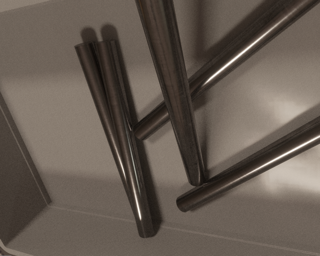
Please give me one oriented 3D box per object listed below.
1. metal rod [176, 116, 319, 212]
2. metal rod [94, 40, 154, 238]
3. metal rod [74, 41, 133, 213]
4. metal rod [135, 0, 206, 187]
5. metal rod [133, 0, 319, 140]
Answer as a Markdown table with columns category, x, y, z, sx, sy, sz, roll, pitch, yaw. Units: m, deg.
| category | x | y | z | sx | sy | sz | roll | pitch | yaw |
| --- | --- | --- | --- | --- | --- | --- | --- | --- | --- |
| metal rod | 0.123 | 0.038 | 0.366 | 0.025 | 0.025 | 0.299 | 46 | 129 | -5 |
| metal rod | -0.044 | 0.030 | 0.434 | 0.025 | 0.025 | 0.298 | 2 | 115 | 27 |
| metal rod | -0.061 | 0.024 | 0.454 | 0.025 | 0.025 | 0.298 | -1 | 118 | 28 |
| metal rod | 0.021 | -0.017 | 0.307 | 0.025 | 0.025 | 0.299 | 12 | 149 | 21 |
| metal rod | 0.065 | -0.067 | 0.332 | 0.025 | 0.025 | 0.299 | 47 | 129 | -5 |
